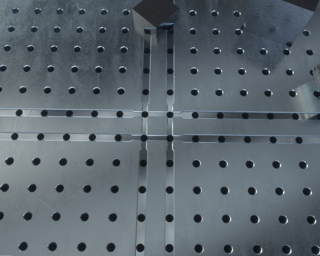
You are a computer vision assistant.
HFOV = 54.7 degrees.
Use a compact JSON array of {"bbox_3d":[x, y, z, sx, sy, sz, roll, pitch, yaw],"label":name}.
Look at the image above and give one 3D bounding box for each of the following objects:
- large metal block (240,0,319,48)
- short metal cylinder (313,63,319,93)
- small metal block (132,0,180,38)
[{"bbox_3d":[0.172,-0.172,0.446,0.080,0.080,0.050,25,72,8],"label":"large metal block"},{"bbox_3d":[0.252,-0.065,0.408,0.081,0.080,0.050,-9,71,-3],"label":"short metal cylinder"},{"bbox_3d":[-0.006,-0.175,0.475,0.050,0.025,0.050,42,75,14],"label":"small metal block"}]
